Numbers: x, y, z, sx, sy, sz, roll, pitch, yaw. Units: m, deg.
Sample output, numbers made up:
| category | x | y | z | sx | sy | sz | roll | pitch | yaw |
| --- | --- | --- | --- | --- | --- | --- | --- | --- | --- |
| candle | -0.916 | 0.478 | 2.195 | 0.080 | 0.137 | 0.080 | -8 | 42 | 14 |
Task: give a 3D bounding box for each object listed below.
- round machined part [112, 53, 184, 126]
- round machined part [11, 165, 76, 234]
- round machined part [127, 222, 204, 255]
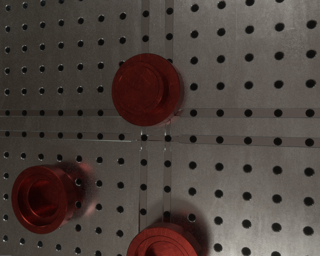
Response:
| category | x | y | z | sx | sy | sz | roll | pitch | yaw |
| --- | --- | --- | --- | --- | --- | --- | --- | --- | --- |
| round machined part | -0.021 | -0.051 | 0.410 | 0.098 | 0.042 | 0.097 | 0 | 90 | 19 |
| round machined part | -0.167 | 0.103 | 0.461 | 0.098 | 0.042 | 0.097 | 0 | 90 | 19 |
| round machined part | 0.010 | 0.170 | 0.399 | 0.098 | 0.042 | 0.097 | 0 | 90 | 19 |
